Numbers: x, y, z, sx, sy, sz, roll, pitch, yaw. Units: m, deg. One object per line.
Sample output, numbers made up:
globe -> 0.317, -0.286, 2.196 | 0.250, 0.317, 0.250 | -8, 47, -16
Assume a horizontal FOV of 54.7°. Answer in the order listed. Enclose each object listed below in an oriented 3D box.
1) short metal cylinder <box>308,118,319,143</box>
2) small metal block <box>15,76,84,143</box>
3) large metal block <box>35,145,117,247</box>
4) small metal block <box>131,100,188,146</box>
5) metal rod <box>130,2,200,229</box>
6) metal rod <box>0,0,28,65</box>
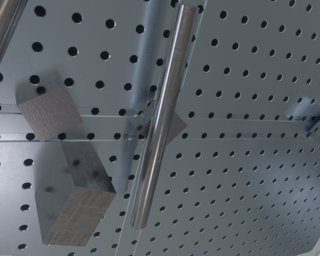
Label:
short metal cylinder -> 0.318, 0.013, 0.556 | 0.080, 0.080, 0.050 | 33, 100, -38
small metal block -> -0.118, -0.020, 0.334 | 0.050, 0.025, 0.050 | -27, 128, -12
large metal block -> -0.104, 0.080, 0.368 | 0.050, 0.080, 0.080 | 21, 107, -36
small metal block -> 0.000, -0.005, 0.408 | 0.050, 0.025, 0.050 | -44, 129, 2
metal rod -> -0.001, 0.005, 0.381 | 0.025, 0.025, 0.298 | -2, 119, -28
metal rod -> -0.190, -0.014, 0.298 | 0.025, 0.025, 0.299 | 21, 107, -36
